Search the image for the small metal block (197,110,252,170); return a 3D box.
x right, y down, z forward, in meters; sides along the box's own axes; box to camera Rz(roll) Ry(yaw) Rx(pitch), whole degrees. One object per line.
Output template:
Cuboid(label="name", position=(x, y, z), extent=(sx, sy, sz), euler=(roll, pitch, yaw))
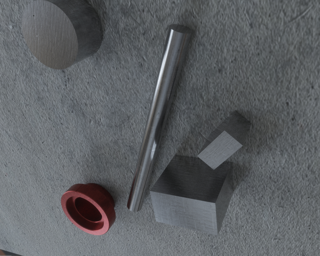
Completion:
Cuboid(label="small metal block", position=(0.075, 0.013, 0.359), extent=(0.025, 0.050, 0.050), euler=(40, 129, 0))

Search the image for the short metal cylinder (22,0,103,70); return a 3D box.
Cuboid(label="short metal cylinder", position=(-0.118, -0.118, 0.378), extent=(0.080, 0.050, 0.079), euler=(13, 124, 20))

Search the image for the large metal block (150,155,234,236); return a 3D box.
Cuboid(label="large metal block", position=(0.044, 0.082, 0.397), extent=(0.080, 0.080, 0.050), euler=(5, 121, 25))

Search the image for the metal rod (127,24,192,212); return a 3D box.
Cuboid(label="metal rod", position=(-0.010, 0.010, 0.416), extent=(0.025, 0.025, 0.298), euler=(25, 127, 12))

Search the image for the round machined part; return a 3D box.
Cuboid(label="round machined part", position=(-0.119, 0.135, 0.540), extent=(0.098, 0.042, 0.097), euler=(13, 124, 20))
